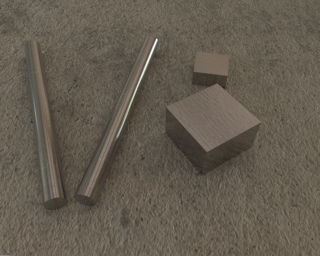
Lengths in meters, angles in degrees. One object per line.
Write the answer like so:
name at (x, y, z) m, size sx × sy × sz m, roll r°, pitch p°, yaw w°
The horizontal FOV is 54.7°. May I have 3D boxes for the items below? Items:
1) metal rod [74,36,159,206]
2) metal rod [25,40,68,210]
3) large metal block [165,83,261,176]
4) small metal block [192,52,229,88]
metal rod at (-0.048, -0.033, 0.430) m, size 0.025 × 0.025 × 0.300 m, roll 10°, pitch 51°, yaw 8°
metal rod at (-0.162, -0.027, 0.423) m, size 0.025 × 0.025 × 0.299 m, roll -15°, pitch 52°, yaw -13°
large metal block at (0.063, 0.000, 0.388) m, size 0.081 × 0.050 × 0.080 m, roll -26°, pitch 55°, yaw -21°
small metal block at (0.079, -0.090, 0.480) m, size 0.050 × 0.025 × 0.050 m, roll 8°, pitch 50°, yaw 6°
